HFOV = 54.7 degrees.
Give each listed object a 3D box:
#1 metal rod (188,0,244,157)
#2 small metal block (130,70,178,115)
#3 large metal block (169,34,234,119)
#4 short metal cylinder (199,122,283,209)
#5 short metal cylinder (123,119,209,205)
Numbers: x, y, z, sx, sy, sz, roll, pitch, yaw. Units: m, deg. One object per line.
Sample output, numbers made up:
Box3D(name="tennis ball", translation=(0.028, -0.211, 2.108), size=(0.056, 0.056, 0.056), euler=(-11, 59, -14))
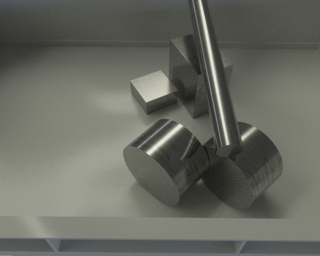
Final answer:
Box3D(name="metal rod", translation=(0.054, -0.105, 0.365), size=(0.025, 0.025, 0.299), euler=(-3, 58, -3))
Box3D(name="small metal block", translation=(-0.009, -0.053, 0.449), size=(0.050, 0.025, 0.050), euler=(-23, 54, -19))
Box3D(name="large metal block", translation=(0.053, -0.074, 0.432), size=(0.050, 0.080, 0.080), euler=(-19, 53, -15))
Box3D(name="short metal cylinder", translation=(0.083, 0.040, 0.337), size=(0.050, 0.080, 0.080), euler=(-34, 58, -25))
Box3D(name="short metal cylinder", translation=(0.006, 0.037, 0.339), size=(0.080, 0.080, 0.050), euler=(35, 58, 25))
